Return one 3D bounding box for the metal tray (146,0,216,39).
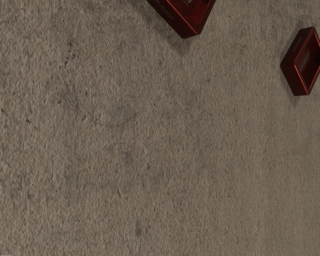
[{"bbox_3d":[0.020,-0.198,0.419,0.130,0.030,0.090,37,67,-34],"label":"metal tray"}]

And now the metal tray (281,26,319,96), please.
[{"bbox_3d":[0.311,-0.143,0.665,0.090,0.030,0.130,51,60,-28],"label":"metal tray"}]
